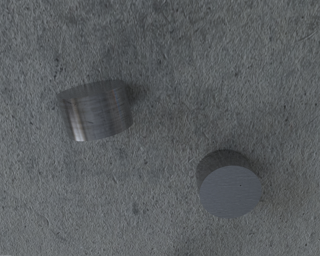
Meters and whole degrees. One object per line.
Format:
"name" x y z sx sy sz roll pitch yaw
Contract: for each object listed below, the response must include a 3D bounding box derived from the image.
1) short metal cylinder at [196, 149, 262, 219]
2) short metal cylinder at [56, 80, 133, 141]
"short metal cylinder" 0.092 0.076 0.425 0.081 0.050 0.079 0 110 0
"short metal cylinder" -0.076 -0.023 0.371 0.080 0.080 0.050 -9 110 3
